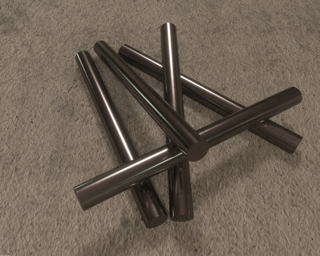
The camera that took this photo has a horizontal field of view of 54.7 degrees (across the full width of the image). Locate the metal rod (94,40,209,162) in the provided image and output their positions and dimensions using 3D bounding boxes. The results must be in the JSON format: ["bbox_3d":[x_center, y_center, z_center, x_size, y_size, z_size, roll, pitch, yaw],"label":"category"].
[{"bbox_3d":[-0.031,-0.055,0.406,0.025,0.025,0.300,-21,40,-17],"label":"metal rod"}]

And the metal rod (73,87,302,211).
[{"bbox_3d":[0.051,0.012,0.352,0.302,0.025,0.025,-23,54,-23],"label":"metal rod"}]

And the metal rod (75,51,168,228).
[{"bbox_3d":[-0.063,-0.008,0.409,0.025,0.025,0.300,-18,53,-15],"label":"metal rod"}]

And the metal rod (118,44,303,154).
[{"bbox_3d":[0.056,-0.052,0.447,0.300,0.025,0.025,32,57,24],"label":"metal rod"}]

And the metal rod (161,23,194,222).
[{"bbox_3d":[0.018,-0.031,0.406,0.025,0.025,0.299,-1,57,-2],"label":"metal rod"}]
